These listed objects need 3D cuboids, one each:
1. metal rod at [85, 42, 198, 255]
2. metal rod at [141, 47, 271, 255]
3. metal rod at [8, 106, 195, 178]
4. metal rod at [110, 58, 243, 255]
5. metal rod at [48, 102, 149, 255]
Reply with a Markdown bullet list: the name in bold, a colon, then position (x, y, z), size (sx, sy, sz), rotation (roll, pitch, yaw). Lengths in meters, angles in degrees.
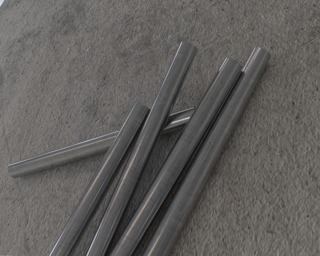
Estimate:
- **metal rod**: position (-0.022, 0.032, 0.371), size (0.025, 0.025, 0.299), rotation (17, 78, 34)
- **metal rod**: position (0.055, 0.031, 0.355), size (0.025, 0.025, 0.300), rotation (20, 72, 35)
- **metal rod**: position (-0.090, 0.025, 0.435), size (0.301, 0.025, 0.025), rotation (-17, 55, 18)
- **metal rod**: position (0.013, 0.049, 0.354), size (0.025, 0.025, 0.300), rotation (24, 78, 36)
- **metal rod**: position (-0.092, 0.103, 0.370), size (0.025, 0.025, 0.299), rotation (22, 79, 36)
